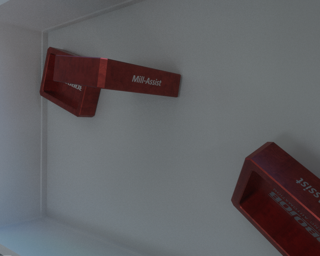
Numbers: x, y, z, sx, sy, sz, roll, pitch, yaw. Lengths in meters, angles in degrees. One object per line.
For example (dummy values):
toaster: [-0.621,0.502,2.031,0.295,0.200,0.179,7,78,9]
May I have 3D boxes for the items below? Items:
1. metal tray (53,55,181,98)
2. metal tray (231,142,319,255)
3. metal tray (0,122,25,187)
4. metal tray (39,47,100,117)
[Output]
metal tray: [-0.048,-0.062,0.378,0.090,0.131,0.030,14,99,39]
metal tray: [0.125,0.083,0.268,0.130,0.030,0.090,45,155,31]
metal tray: [-0.358,0.061,0.702,0.090,0.030,0.129,51,120,28]
metal tray: [-0.154,-0.080,0.530,0.130,0.030,0.089,26,106,37]
